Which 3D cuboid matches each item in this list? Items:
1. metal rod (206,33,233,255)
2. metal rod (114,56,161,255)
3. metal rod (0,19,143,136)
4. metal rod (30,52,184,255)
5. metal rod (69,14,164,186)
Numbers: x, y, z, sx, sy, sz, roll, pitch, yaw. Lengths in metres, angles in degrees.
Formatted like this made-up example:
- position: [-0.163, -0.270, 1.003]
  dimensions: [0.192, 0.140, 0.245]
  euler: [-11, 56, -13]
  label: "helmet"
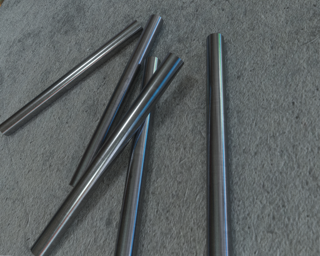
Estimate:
- position: [0.067, 0.004, 0.365]
  dimensions: [0.025, 0.025, 0.299]
  euler: [-9, 58, 23]
  label: "metal rod"
- position: [-0.026, 0.030, 0.398]
  dimensions: [0.025, 0.025, 0.299]
  euler: [-8, 58, 24]
  label: "metal rod"
- position: [-0.154, -0.085, 0.537]
  dimensions: [0.300, 0.025, 0.025]
  euler: [-37, 51, 3]
  label: "metal rod"
- position: [-0.065, 0.033, 0.392]
  dimensions: [0.025, 0.025, 0.299]
  euler: [34, 88, 38]
  label: "metal rod"
- position: [-0.058, -0.050, 0.465]
  dimensions: [0.025, 0.025, 0.300]
  euler: [8, 66, 32]
  label: "metal rod"
